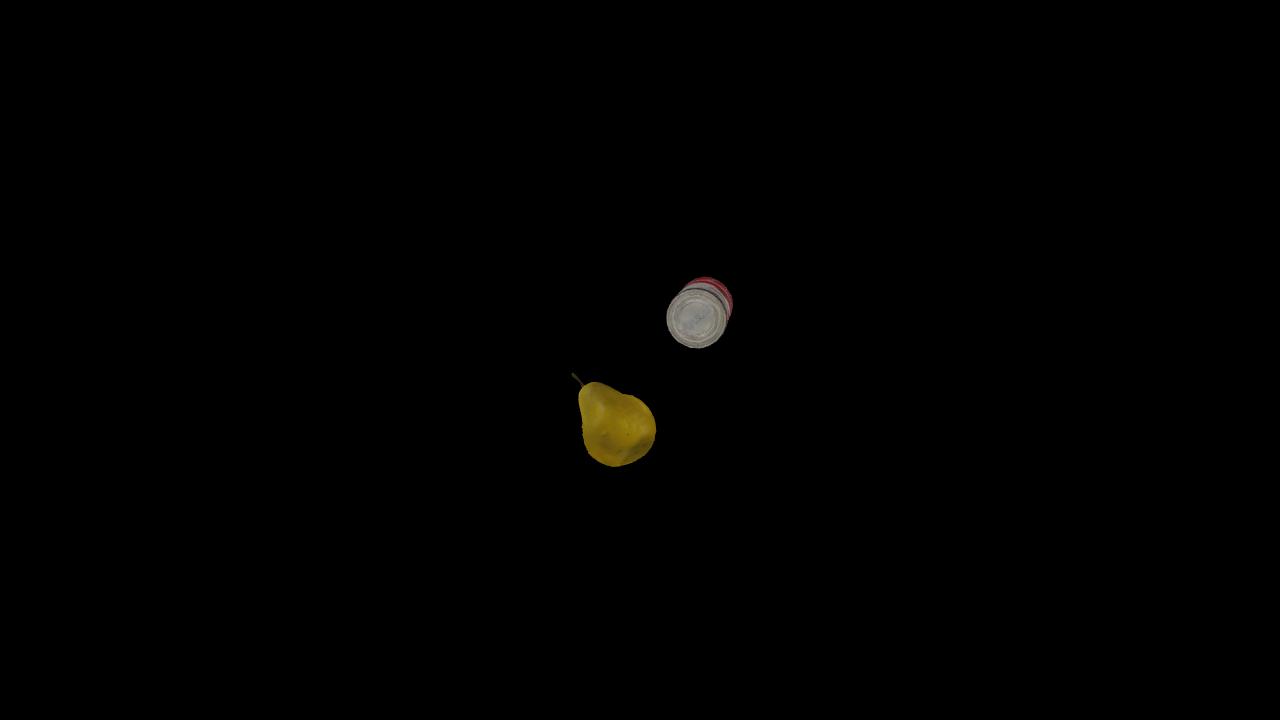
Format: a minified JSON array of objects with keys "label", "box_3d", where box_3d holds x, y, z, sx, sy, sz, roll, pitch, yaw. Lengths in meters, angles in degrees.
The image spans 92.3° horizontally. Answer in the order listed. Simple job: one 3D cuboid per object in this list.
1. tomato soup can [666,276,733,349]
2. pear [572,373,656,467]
[{"label":"tomato soup can","box_3d":[0.069,-0.056,0.702,0.068,0.068,0.101,0,14,12]},{"label":"pear","box_3d":[-0.034,0.058,0.656,0.080,0.111,0.080,-27,-27,-15]}]
